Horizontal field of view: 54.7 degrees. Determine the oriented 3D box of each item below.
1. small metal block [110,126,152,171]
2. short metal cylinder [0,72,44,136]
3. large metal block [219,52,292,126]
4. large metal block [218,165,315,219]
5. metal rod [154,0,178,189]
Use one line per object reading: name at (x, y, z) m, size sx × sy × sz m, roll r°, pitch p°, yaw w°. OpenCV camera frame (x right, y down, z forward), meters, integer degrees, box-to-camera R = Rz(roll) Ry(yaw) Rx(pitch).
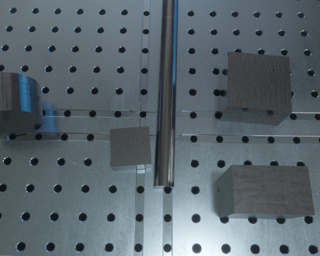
small metal block at (-0.037, 0.027, 0.401) m, size 0.050 × 0.025 × 0.050 m, roll -4°, pitch 70°, yaw -2°
short metal cylinder at (-0.192, -0.028, 0.390) m, size 0.081 × 0.080 × 0.050 m, roll -11°, pitch 71°, yaw -4°
large metal block at (0.127, -0.052, 0.419) m, size 0.080 × 0.050 × 0.080 m, roll 5°, pitch 70°, yaw 1°
large metal block at (0.115, 0.076, 0.356) m, size 0.081 × 0.080 × 0.050 m, roll 1°, pitch 70°, yaw 0°
metal rod at (0.011, -0.067, 0.436) m, size 0.025 × 0.025 × 0.299 m, roll 2°, pitch 70°, yaw 0°
